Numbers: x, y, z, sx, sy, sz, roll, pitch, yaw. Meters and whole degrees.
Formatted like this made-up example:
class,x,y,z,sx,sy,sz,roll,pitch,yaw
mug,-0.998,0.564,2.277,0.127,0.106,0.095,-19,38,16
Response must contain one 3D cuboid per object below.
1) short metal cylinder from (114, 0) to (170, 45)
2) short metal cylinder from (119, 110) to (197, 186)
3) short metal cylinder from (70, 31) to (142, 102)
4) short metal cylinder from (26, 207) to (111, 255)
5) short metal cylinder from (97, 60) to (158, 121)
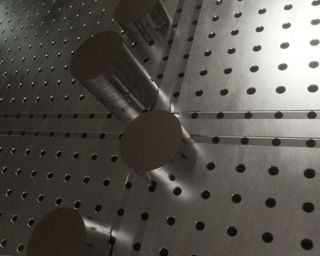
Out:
class,x,y,z,sx,sy,sz,roll,pitch,yaw
short metal cylinder,-0.029,-0.188,0.521,0.080,0.050,0.080,-13,56,20
short metal cylinder,-0.001,0.025,0.377,0.080,0.050,0.080,-13,56,20
short metal cylinder,-0.072,-0.082,0.414,0.080,0.050,0.080,-13,56,20
short metal cylinder,-0.105,0.139,0.360,0.080,0.050,0.080,-13,56,20
short metal cylinder,-0.050,-0.057,0.452,0.080,0.050,0.080,-13,56,20
